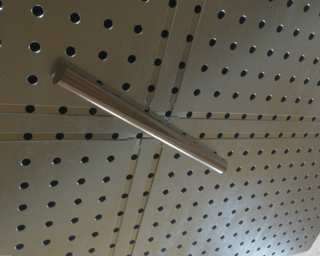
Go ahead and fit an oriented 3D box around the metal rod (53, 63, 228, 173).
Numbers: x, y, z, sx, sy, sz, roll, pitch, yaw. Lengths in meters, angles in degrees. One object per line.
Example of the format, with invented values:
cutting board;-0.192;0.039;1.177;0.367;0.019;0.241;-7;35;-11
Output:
metal rod;-0.002;0.003;0.414;0.301;0.025;0.025;30;101;-38
